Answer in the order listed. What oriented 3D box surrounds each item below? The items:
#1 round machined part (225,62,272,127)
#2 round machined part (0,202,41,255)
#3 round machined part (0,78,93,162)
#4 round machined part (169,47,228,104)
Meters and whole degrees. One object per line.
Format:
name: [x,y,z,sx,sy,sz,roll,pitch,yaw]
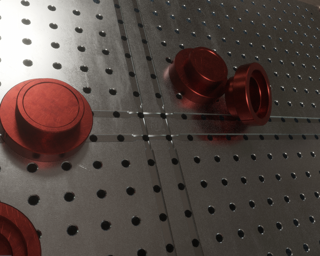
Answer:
round machined part: [0.137,-0.050,0.486,0.099,0.042,0.097,7,80,-49]
round machined part: [-0.150,0.111,0.249,0.099,0.042,0.098,14,56,-21]
round machined part: [-0.122,-0.016,0.342,0.099,0.042,0.098,14,56,-21]
round machined part: [0.067,-0.089,0.490,0.099,0.042,0.098,14,56,-21]
